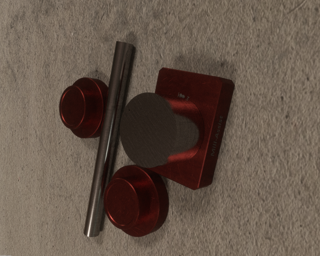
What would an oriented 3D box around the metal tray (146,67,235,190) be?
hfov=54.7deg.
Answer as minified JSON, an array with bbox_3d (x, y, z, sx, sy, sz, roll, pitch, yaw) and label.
[{"bbox_3d":[0.030,-0.002,0.375,0.090,0.030,0.129,19,102,38],"label":"metal tray"}]

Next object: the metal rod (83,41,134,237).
[{"bbox_3d":[-0.079,0.022,0.467,0.025,0.025,0.298,19,102,38],"label":"metal rod"}]

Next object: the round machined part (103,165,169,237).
[{"bbox_3d":[-0.039,0.100,0.424,0.098,0.042,0.097,0,90,39],"label":"round machined part"}]

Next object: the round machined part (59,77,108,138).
[{"bbox_3d":[-0.123,-0.032,0.493,0.098,0.042,0.097,0,90,39],"label":"round machined part"}]

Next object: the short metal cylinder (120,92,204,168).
[{"bbox_3d":[0.001,0.002,0.346,0.080,0.050,0.079,0,90,39],"label":"short metal cylinder"}]
